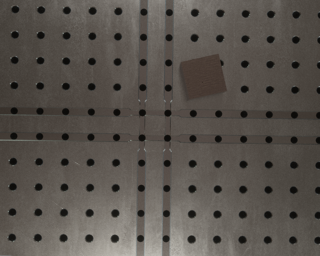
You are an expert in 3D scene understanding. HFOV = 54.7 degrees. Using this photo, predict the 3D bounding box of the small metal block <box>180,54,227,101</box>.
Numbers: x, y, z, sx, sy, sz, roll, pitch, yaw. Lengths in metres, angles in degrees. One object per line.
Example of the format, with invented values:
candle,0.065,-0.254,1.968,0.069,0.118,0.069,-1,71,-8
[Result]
small metal block,0.057,-0.067,0.414,0.050,0.025,0.050,-13,90,-1
